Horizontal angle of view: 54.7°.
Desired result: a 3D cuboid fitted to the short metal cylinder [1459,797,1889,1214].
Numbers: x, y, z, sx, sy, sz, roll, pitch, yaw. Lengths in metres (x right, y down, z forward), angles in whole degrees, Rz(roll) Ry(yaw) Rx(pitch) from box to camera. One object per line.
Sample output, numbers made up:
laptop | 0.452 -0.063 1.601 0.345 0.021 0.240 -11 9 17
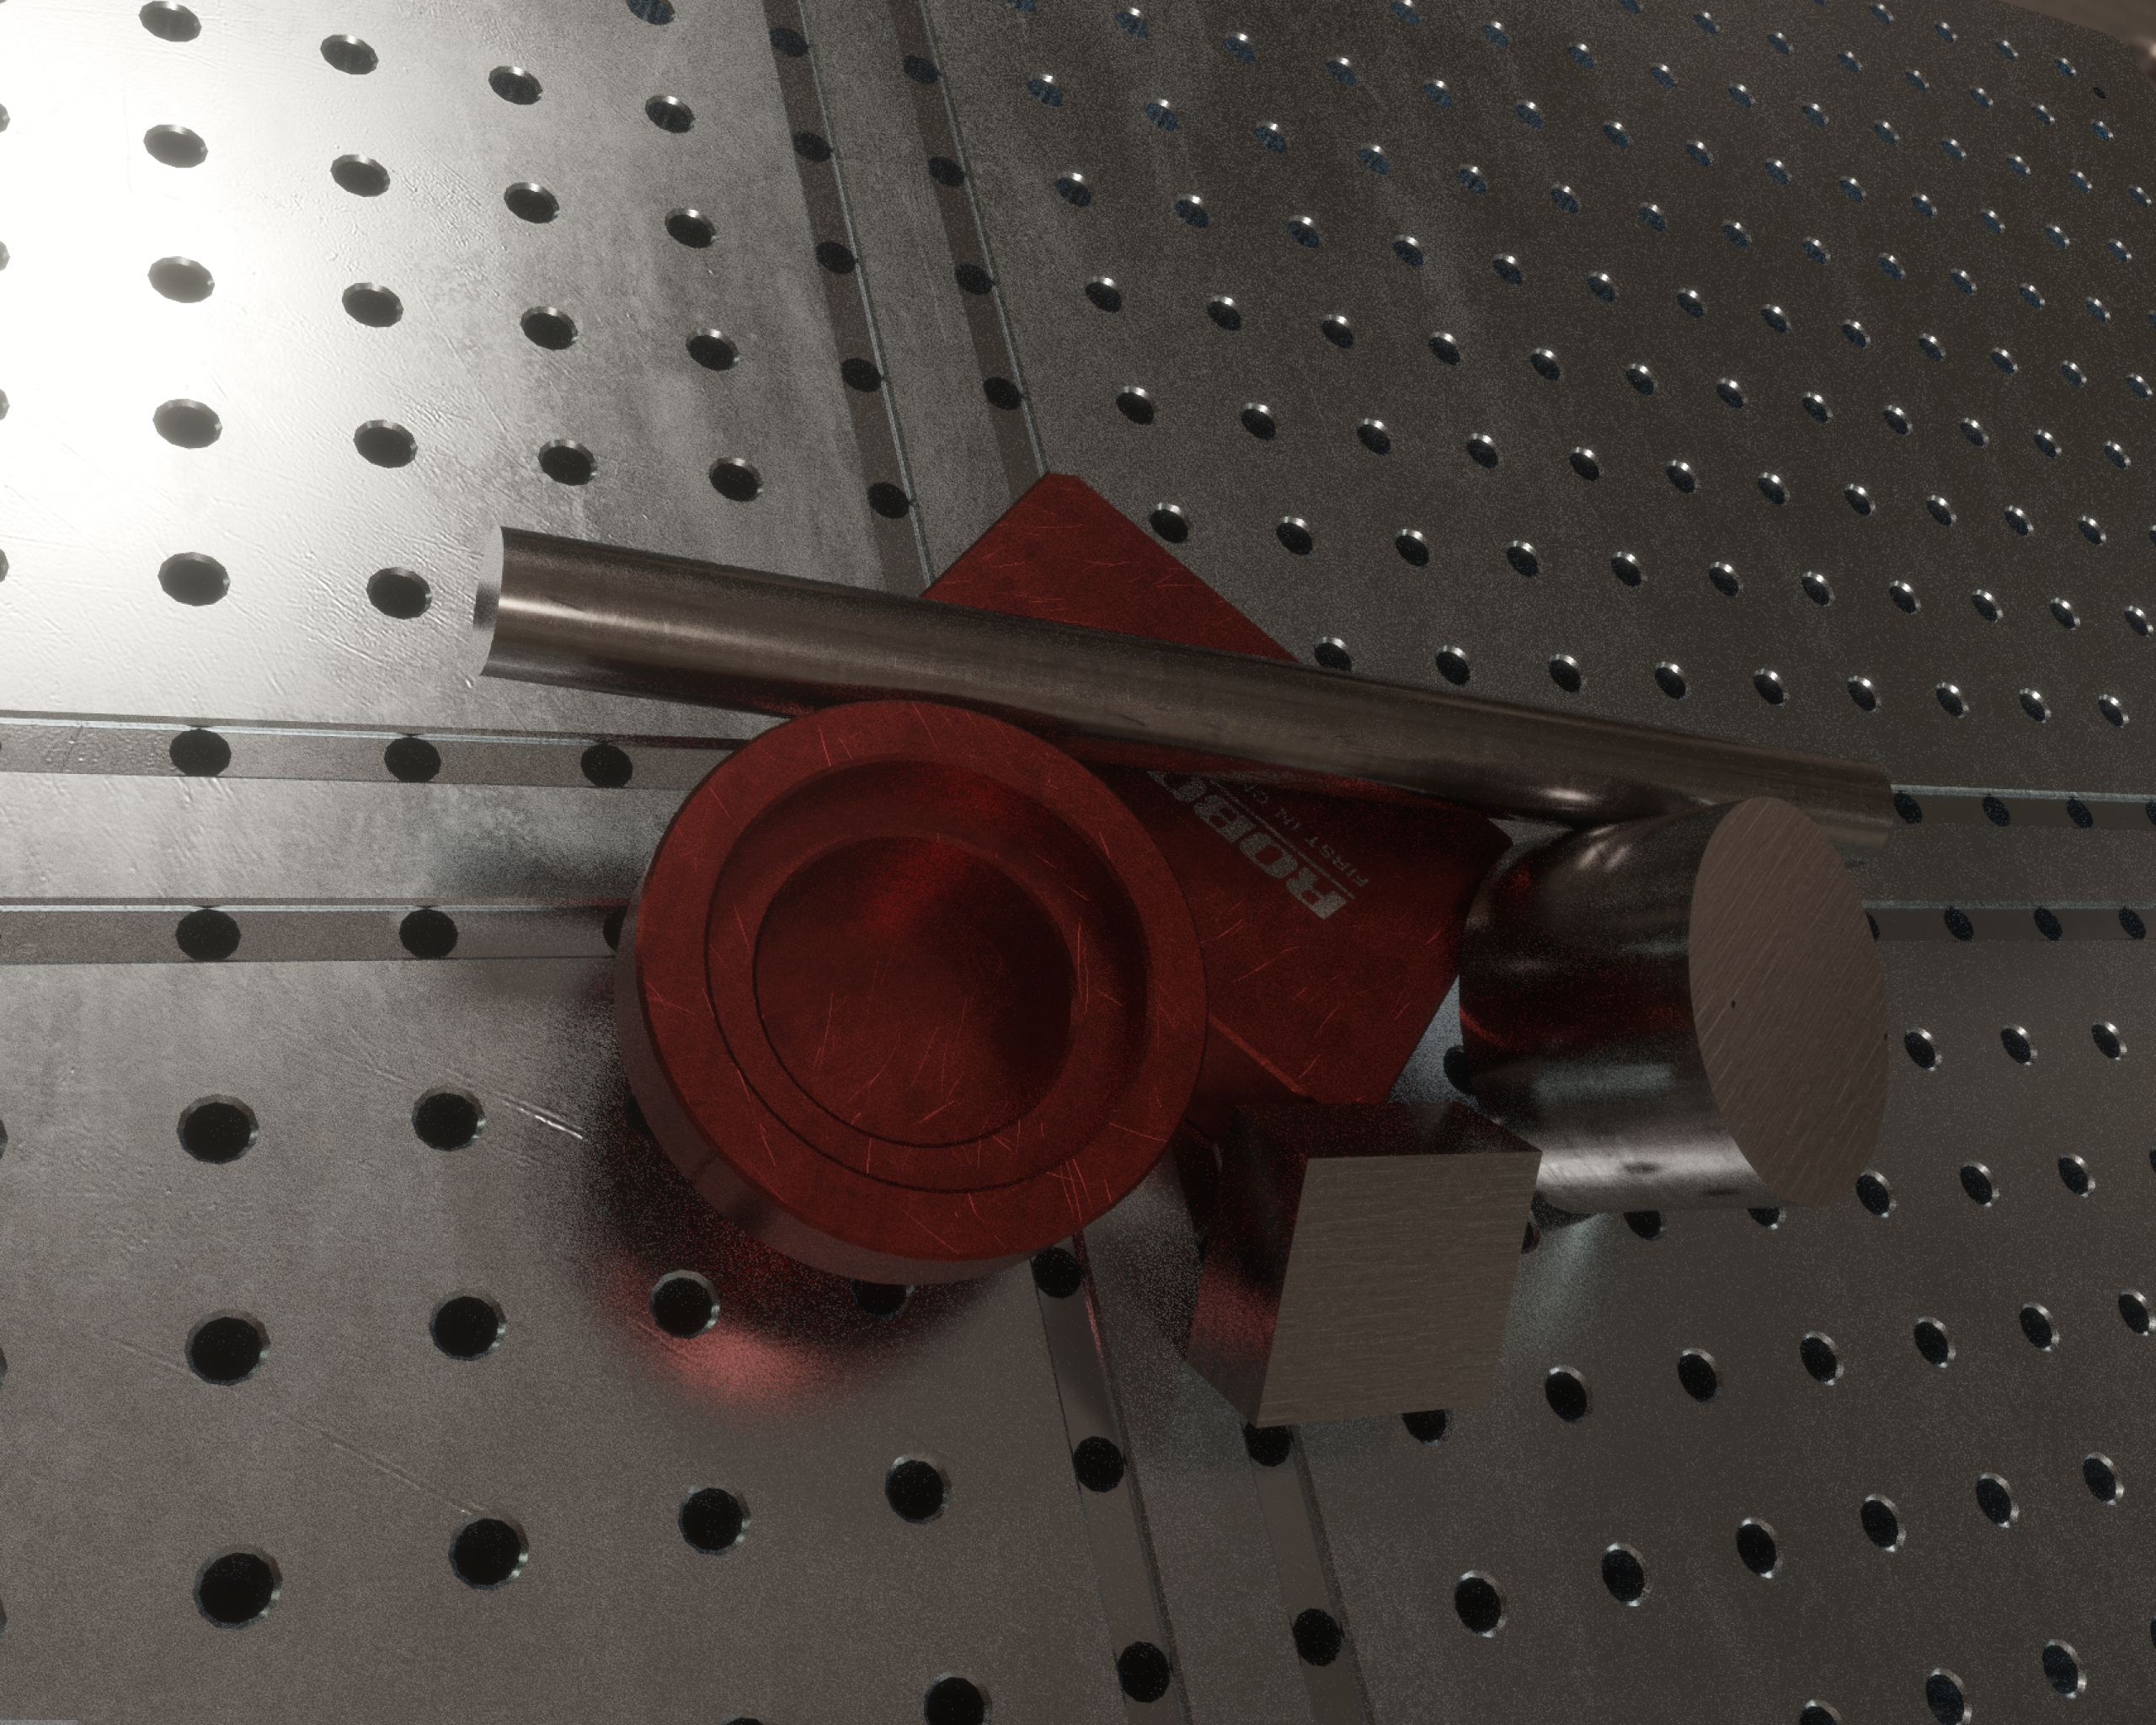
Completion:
short metal cylinder | 0.122 0.030 0.422 0.081 0.050 0.080 12 73 -43

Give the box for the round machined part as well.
round machined part | -0.031 0.025 0.361 0.099 0.042 0.098 9 65 -19

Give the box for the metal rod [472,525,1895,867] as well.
metal rod | 0.039 -0.027 0.407 0.302 0.025 0.025 7 59 -25

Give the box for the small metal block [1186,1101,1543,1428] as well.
small metal block | 0.051 0.071 0.377 0.050 0.025 0.050 3 104 -28

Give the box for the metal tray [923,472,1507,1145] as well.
metal tray | 0.018 -0.010 0.424 0.130 0.030 0.090 40 51 -2
